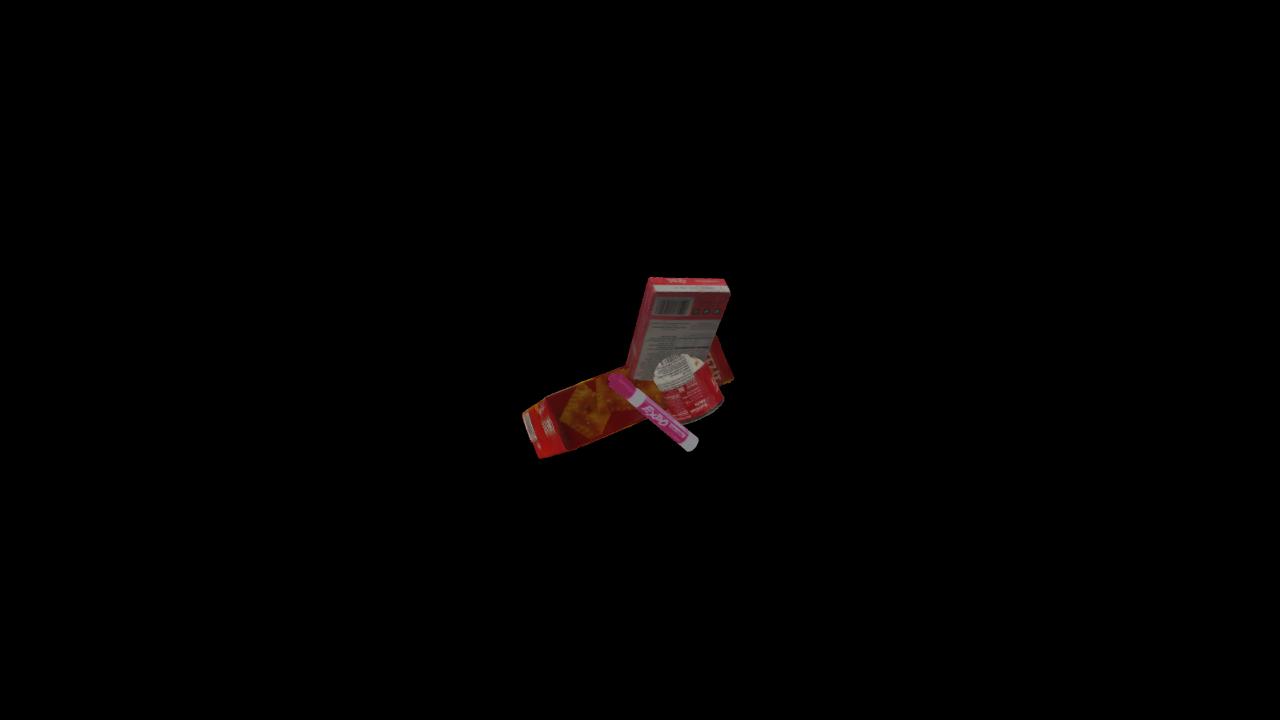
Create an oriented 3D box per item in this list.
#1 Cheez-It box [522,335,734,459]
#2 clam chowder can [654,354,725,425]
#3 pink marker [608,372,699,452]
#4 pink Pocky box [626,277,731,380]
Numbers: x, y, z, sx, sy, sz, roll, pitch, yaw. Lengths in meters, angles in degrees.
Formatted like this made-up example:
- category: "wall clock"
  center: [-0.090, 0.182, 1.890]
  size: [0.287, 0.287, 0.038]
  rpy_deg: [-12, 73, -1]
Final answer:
- category: "Cheez-It box"
  center: [-0.020, 0.047, 0.752]
  size: [0.223, 0.071, 0.166]
  rpy_deg: [-21, -4, -23]
- category: "clam chowder can"
  center: [0.044, 0.013, 0.695]
  size: [0.068, 0.102, 0.068]
  rpy_deg: [-26, 12, 6]
- category: "pink marker"
  center: [0.013, 0.053, 0.635]
  size: [0.121, 0.020, 0.020]
  rpy_deg: [41, -17, -21]
- category: "pink Pocky box"
  center: [0.035, -0.021, 0.661]
  size: [0.084, 0.029, 0.155]
  rpy_deg: [-1, -45, -17]
